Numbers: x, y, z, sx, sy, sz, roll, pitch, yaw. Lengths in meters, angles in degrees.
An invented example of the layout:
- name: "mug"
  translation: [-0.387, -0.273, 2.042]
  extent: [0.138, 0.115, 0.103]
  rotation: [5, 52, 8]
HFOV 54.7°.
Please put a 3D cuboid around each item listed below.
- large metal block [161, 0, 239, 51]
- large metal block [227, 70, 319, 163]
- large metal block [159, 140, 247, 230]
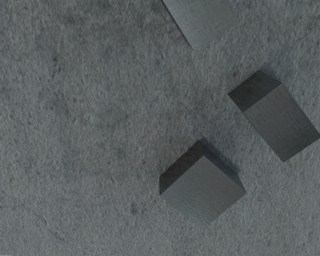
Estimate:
- name: "large metal block"
  translation: [0.033, -0.134, 0.331]
  extent: [0.050, 0.080, 0.080]
  rotation: [-32, 107, 11]
- name: "large metal block"
  translation: [0.134, -0.017, 0.376]
  extent: [0.050, 0.080, 0.080]
  rotation: [-39, 106, 13]
- name: "large metal block"
  translation: [0.056, 0.078, 0.426]
  extent: [0.080, 0.050, 0.080]
  rotation: [41, 105, -14]
